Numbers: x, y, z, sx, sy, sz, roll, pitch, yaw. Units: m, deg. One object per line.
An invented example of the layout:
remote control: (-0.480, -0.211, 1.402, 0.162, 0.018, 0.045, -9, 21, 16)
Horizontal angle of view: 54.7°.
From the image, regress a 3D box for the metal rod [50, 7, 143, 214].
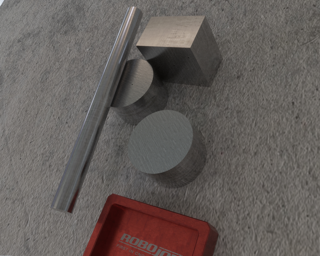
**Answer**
metal rod: (-0.073, -0.040, 0.403, 0.025, 0.025, 0.300, 1, 62, 28)

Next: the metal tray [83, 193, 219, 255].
metal tray: (-0.014, 0.130, 0.328, 0.130, 0.030, 0.090, 8, 66, 31)

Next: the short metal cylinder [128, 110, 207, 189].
short metal cylinder: (0.009, 0.025, 0.367, 0.080, 0.050, 0.080, -13, 56, 21)

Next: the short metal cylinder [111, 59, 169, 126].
short metal cylinder: (-0.035, -0.050, 0.437, 0.080, 0.050, 0.080, -13, 56, 21)

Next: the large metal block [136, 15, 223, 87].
large metal block: (0.029, -0.102, 0.416, 0.080, 0.080, 0.050, 12, 68, 33)
